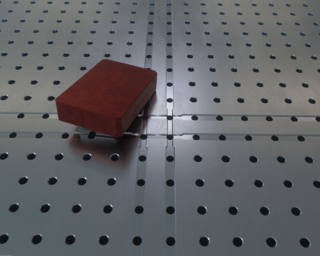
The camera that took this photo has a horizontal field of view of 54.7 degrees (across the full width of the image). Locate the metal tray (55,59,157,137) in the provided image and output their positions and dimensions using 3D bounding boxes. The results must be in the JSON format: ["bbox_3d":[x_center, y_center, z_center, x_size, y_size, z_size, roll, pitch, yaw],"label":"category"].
[{"bbox_3d":[-0.068,-0.047,0.426,0.090,0.030,0.130,16,40,13],"label":"metal tray"}]

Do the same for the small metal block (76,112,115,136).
[{"bbox_3d":[-0.081,-0.018,0.422,0.050,0.025,0.050,6,50,5],"label":"small metal block"}]
